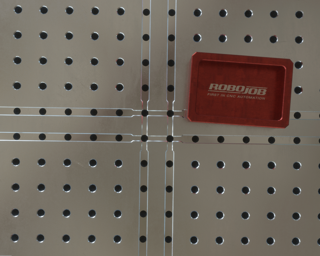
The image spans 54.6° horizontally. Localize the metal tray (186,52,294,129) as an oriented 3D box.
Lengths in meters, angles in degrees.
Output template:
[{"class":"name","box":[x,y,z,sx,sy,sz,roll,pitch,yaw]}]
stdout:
[{"class":"metal tray","box":[0.103,-0.048,0.411,0.131,0.030,0.090,4,90,0]}]
